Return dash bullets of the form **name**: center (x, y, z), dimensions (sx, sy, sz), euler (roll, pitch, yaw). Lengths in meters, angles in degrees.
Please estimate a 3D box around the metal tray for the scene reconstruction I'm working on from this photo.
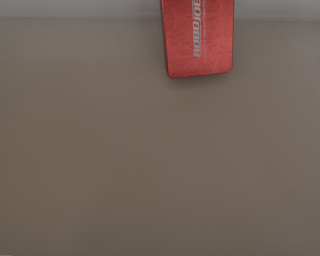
- **metal tray**: center (0.049, -0.135, 0.410), dimensions (0.091, 0.129, 0.030), euler (-8, 30, -3)
